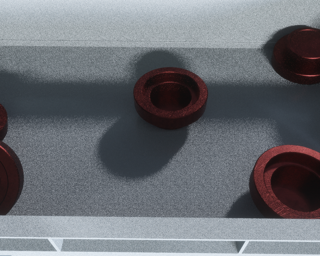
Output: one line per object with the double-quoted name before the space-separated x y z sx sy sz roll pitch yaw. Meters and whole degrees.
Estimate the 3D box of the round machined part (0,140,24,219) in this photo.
"round machined part" -0.196 0.054 0.325 0.099 0.042 0.097 -1 93 -12

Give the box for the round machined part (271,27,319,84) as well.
"round machined part" 0.229 -0.119 0.484 0.099 0.042 0.098 -4 57 6

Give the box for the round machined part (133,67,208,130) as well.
"round machined part" 0.014 -0.036 0.424 0.099 0.042 0.098 0 50 0

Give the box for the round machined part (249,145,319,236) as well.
"round machined part" 0.146 0.069 0.337 0.099 0.042 0.098 0 50 0

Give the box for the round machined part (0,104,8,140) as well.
"round machined part" -0.241 0.002 0.378 0.099 0.042 0.098 13 37 -10
